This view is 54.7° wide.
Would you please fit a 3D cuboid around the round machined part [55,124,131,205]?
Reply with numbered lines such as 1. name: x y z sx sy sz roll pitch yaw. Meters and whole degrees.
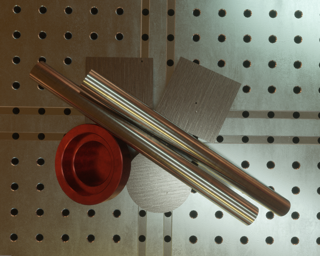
1. round machined part: -0.079 0.044 0.389 0.098 0.042 0.097 -1 86 23

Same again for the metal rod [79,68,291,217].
1. metal rod: 0.042 0.026 0.373 0.301 0.025 0.025 33 90 -15

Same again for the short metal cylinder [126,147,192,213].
1. short metal cylinder: -0.001 0.062 0.396 0.081 0.050 0.079 0 90 0

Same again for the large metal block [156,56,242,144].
1. large metal block: 0.045 -0.034 0.396 0.080 0.050 0.080 24 90 0

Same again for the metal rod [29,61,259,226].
1. metal rod: -0.017 0.018 0.358 0.301 0.025 0.025 34 90 -1

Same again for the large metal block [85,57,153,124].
1. large metal block: -0.049 -0.045 0.393 0.081 0.050 0.079 1 90 0
